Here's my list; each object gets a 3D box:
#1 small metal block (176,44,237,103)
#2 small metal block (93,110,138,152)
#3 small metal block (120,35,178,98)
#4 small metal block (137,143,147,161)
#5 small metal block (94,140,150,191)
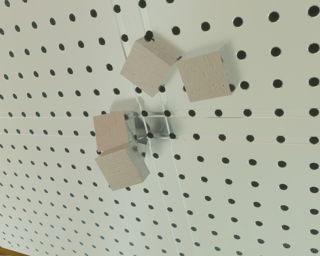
[{"bbox_3d":[0.053,-0.060,0.347,0.050,0.025,0.050,-8,114,32],"label":"small metal block"},{"bbox_3d":[-0.062,0.005,0.431,0.050,0.025,0.050,-9,87,25],"label":"small metal block"},{"bbox_3d":[-0.013,-0.074,0.373,0.050,0.025,0.050,37,129,3],"label":"small metal block"},{"bbox_3d":[-0.050,0.046,0.450,0.050,0.025,0.050,2,81,27],"label":"small metal block"},{"bbox_3d":[-0.049,0.050,0.407,0.050,0.025,0.050,-21,103,27],"label":"small metal block"}]
